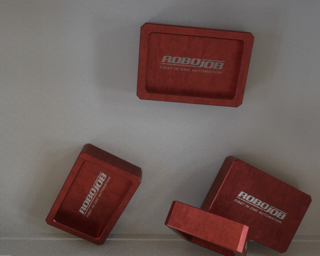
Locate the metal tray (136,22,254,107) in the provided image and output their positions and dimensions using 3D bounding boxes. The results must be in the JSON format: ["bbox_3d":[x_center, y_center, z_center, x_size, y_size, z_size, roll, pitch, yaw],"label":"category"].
[{"bbox_3d":[0.040,-0.077,0.380,0.131,0.030,0.089,5,110,-2],"label":"metal tray"}]

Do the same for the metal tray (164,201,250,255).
[{"bbox_3d":[0.066,0.137,0.399,0.090,0.130,0.030,14,68,23],"label":"metal tray"}]

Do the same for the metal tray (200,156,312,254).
[{"bbox_3d":[0.135,0.107,0.434,0.131,0.030,0.090,27,89,-10],"label":"metal tray"}]

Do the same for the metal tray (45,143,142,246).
[{"bbox_3d":[-0.094,0.097,0.443,0.090,0.030,0.129,27,108,-10],"label":"metal tray"}]
